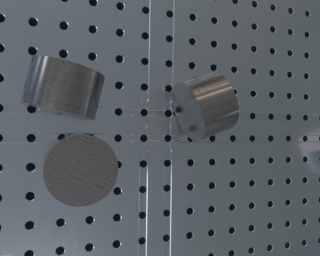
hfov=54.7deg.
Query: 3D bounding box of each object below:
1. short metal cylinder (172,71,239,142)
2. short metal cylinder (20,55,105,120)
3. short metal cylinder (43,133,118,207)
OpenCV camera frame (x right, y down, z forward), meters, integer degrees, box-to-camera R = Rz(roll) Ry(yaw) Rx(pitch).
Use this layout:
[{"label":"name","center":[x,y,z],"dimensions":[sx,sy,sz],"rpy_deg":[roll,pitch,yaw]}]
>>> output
[{"label":"short metal cylinder","center":[0.057,-0.028,0.404],"dimensions":[0.050,0.080,0.080],"rpy_deg":[-21,97,-19]},{"label":"short metal cylinder","center":[-0.107,-0.042,0.344],"dimensions":[0.081,0.080,0.050],"rpy_deg":[14,86,-20]},{"label":"short metal cylinder","center":[-0.094,0.047,0.365],"dimensions":[0.081,0.050,0.079],"rpy_deg":[0,90,-20]}]
